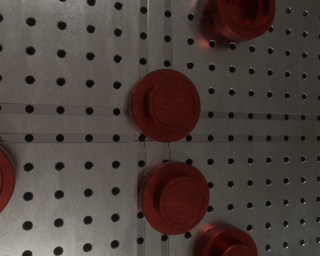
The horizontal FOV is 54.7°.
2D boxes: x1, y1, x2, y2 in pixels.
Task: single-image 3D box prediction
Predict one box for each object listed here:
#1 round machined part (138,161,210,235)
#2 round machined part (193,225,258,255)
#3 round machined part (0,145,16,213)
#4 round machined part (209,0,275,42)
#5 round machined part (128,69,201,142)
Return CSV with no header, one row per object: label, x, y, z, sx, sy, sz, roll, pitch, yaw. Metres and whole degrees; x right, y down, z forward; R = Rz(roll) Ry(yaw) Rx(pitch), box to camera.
round machined part,0.023,0.095,0.414,0.099,0.042,0.097,0,90,-20
round machined part,0.100,0.193,0.443,0.099,0.042,0.097,0,90,-21
round machined part,-0.206,0.054,0.327,0.099,0.042,0.097,0,90,-21
round machined part,0.113,-0.173,0.447,0.099,0.042,0.097,0,90,-21
round machined part,0.010,-0.030,0.408,0.099,0.042,0.097,0,90,-21
